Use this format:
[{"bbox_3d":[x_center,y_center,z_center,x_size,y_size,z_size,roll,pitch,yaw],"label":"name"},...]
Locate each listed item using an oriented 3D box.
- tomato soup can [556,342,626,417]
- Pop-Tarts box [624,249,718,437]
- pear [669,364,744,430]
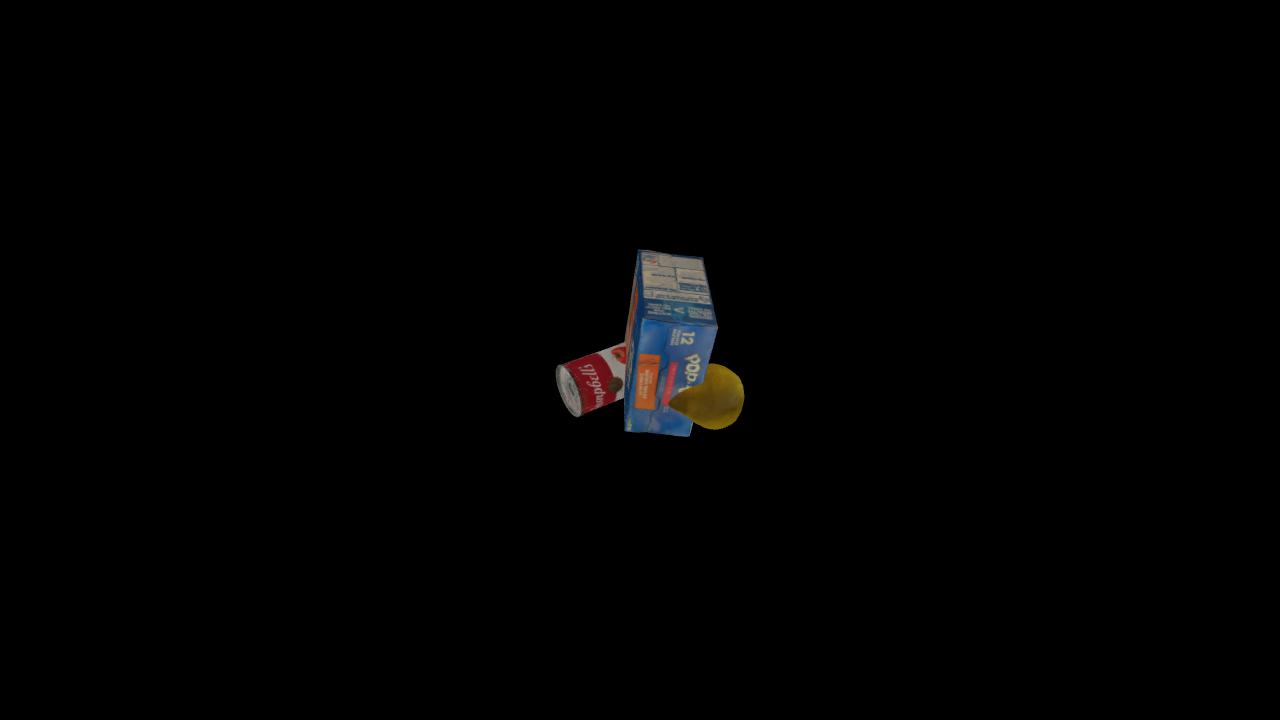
[{"bbox_3d":[-0.045,0.022,0.763,0.101,0.068,0.068,-20,9,-26],"label":"tomato soup can"},{"bbox_3d":[0.028,-0.019,0.721,0.083,0.167,0.141,4,40,-6],"label":"Pop-Tarts box"},{"bbox_3d":[0.060,0.037,0.698,0.111,0.080,0.080,7,-1,-11],"label":"pear"}]
